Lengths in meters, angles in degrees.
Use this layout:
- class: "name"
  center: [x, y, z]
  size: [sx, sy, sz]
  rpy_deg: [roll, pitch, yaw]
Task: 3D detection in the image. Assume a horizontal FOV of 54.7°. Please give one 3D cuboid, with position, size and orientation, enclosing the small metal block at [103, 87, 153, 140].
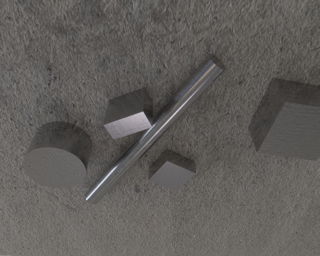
- class: "small metal block"
  center: [-0.037, -0.018, 0.375]
  size: [0.050, 0.050, 0.025]
  rpy_deg: [-18, 128, 14]

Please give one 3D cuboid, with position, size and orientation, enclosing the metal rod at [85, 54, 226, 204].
- class: "metal rod"
  center: [-0.023, 0.019, 0.423]
  size: [0.025, 0.025, 0.299]
  rpy_deg: [29, 124, -22]

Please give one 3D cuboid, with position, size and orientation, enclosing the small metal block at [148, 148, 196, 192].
- class: "small metal block"
  center: [0.017, 0.064, 0.462]
  size: [0.050, 0.025, 0.050]
  rpy_deg: [26, 125, -21]

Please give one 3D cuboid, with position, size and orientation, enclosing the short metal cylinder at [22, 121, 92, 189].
- class: "short metal cylinder"
  center: [-0.137, 0.038, 0.421]
  size: [0.081, 0.050, 0.079]
  rpy_deg: [0, 130, 0]

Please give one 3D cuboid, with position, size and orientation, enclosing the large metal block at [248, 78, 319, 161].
- class: "large metal block"
  center: [0.168, -0.009, 0.385]
  size: [0.081, 0.050, 0.079]
  rpy_deg: [8, 130, -7]
